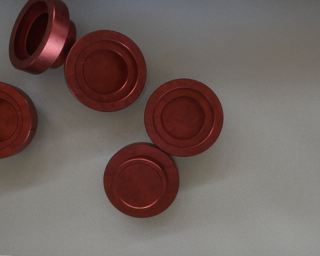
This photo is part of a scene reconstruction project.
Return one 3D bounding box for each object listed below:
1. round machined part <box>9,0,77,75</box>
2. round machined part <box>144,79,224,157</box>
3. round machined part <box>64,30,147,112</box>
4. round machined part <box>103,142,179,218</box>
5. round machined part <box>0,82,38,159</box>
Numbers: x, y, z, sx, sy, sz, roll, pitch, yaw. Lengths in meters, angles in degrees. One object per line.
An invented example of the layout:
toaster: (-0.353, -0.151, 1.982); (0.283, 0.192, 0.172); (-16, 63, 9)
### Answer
round machined part: (-0.142, -0.112, 0.385); (0.098, 0.042, 0.098); (-11, 72, 36)
round machined part: (0.030, -0.013, 0.403); (0.099, 0.042, 0.097); (0, 90, -1)
round machined part: (-0.070, -0.071, 0.391); (0.099, 0.042, 0.097); (-4, 100, -22)
round machined part: (-0.024, 0.069, 0.398); (0.099, 0.042, 0.097); (0, 95, 2)
round machined part: (-0.207, -0.010, 0.400); (0.099, 0.042, 0.097); (0, 90, -1)
